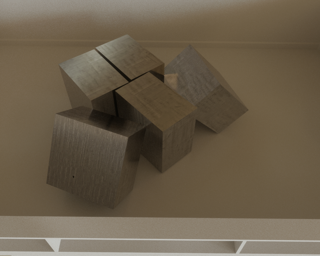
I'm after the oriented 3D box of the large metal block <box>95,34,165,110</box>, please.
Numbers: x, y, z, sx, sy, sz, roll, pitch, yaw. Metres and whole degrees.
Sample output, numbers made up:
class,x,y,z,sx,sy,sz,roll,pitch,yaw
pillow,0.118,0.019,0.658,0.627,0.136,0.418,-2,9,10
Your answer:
class,x,y,z,sx,sy,sz,roll,pitch,yaw
large metal block,-0.039,-0.067,0.423,0.050,0.080,0.080,-32,57,-24

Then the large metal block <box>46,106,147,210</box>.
class,x,y,z,sx,sy,sz,roll,pitch,yaw
large metal block,-0.068,0.029,0.334,0.080,0.079,0.050,17,17,13

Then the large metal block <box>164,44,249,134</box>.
class,x,y,z,sx,sy,sz,roll,pitch,yaw
large metal block,0.058,-0.049,0.401,0.050,0.080,0.080,-41,51,18

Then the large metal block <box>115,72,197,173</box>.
class,x,y,z,sx,sy,sz,roll,pitch,yaw
large metal block,-0.005,-0.006,0.372,0.050,0.080,0.080,-34,58,-25

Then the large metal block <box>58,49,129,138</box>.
class,x,y,z,sx,sy,sz,roll,pitch,yaw
large metal block,-0.081,-0.041,0.401,0.050,0.080,0.080,-31,57,-23
